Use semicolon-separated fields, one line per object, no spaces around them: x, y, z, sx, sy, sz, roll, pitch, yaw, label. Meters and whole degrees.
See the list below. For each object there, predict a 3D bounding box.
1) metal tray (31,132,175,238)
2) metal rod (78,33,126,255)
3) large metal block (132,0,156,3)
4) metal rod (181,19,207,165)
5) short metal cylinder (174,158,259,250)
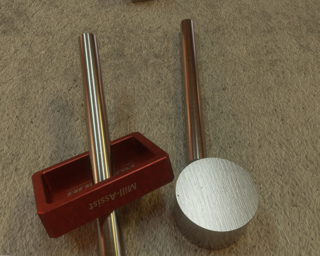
-0.062;0.052;0.328;0.131;0.030;0.090;-23;24;-19;metal tray
-0.068;0.013;0.348;0.025;0.025;0.299;-8;64;-8;metal rod
-0.044;-0.315;0.632;0.050;0.080;0.080;-13;51;-11;large metal block
0.047;-0.071;0.463;0.025;0.025;0.300;1;50;0;metal rod
0.056;0.078;0.322;0.081;0.050;0.080;0;50;0;short metal cylinder
